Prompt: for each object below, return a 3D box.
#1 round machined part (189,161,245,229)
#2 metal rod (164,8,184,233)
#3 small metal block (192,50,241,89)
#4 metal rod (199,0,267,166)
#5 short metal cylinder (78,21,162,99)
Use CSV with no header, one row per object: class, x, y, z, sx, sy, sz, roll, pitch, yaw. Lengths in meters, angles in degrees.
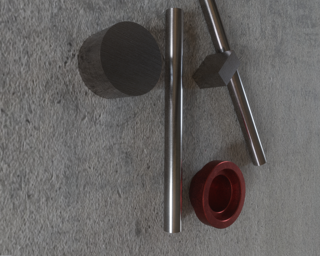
round machined part,0.082,0.097,0.466,0.099,0.042,0.097,0,90,-40
metal rod,0.019,-0.010,0.422,0.025,0.025,0.298,1,90,-40
small metal block,0.084,-0.086,0.461,0.025,0.050,0.050,50,60,-29
metal rod,0.124,-0.069,0.511,0.025,0.025,0.299,-36,113,-34
short metal cylinder,-0.045,-0.074,0.352,0.081,0.050,0.079,0,90,-40
